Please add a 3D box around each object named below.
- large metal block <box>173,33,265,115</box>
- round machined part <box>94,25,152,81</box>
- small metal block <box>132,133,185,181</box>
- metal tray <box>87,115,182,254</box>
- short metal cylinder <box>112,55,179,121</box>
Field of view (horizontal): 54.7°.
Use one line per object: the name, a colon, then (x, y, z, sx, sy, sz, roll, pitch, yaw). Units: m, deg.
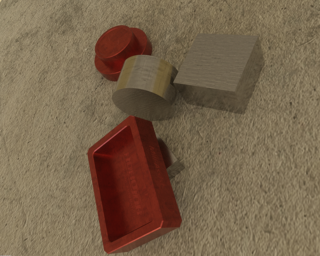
large metal block: (0.076, -0.070, 0.390, 0.080, 0.050, 0.080, 14, 69, 33)
round machined part: (-0.066, -0.128, 0.504, 0.098, 0.042, 0.098, -13, 56, 20)
small metal block: (-0.006, 0.043, 0.380, 0.050, 0.025, 0.050, -39, 51, 1)
metal tray: (-0.035, 0.062, 0.350, 0.090, 0.030, 0.130, -36, 56, 30)
short metal cylinder: (-0.017, -0.050, 0.407, 0.080, 0.080, 0.050, 0, 62, 28)
